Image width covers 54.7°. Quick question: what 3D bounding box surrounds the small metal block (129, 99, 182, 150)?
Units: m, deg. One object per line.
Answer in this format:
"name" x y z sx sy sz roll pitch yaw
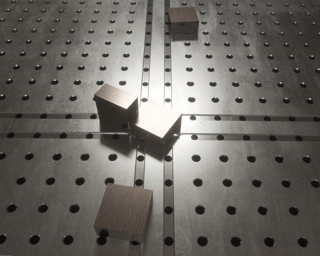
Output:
"small metal block" -0.005 -0.006 0.413 0.050 0.025 0.050 26 54 19

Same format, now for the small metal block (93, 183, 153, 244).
"small metal block" -0.037 0.090 0.331 0.050 0.025 0.050 8 50 6

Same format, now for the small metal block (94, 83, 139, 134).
"small metal block" -0.056 -0.025 0.412 0.050 0.050 0.025 24 54 18

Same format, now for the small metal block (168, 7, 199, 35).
"small metal block" 0.043 -0.201 0.577 0.050 0.025 0.050 -4 50 -4
